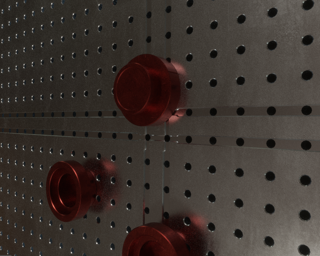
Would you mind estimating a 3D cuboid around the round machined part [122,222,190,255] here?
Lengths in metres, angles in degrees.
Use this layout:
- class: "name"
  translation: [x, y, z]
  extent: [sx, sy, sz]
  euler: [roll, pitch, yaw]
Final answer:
- class: "round machined part"
  translation: [0.000, 0.170, 0.396]
  extent: [0.098, 0.042, 0.097]
  euler: [0, 90, 39]

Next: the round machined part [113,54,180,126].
- class: "round machined part"
  translation: [-0.025, -0.051, 0.417]
  extent: [0.098, 0.042, 0.097]
  euler: [0, 90, 39]

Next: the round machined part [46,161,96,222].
- class: "round machined part"
  translation: [-0.144, 0.102, 0.514]
  extent: [0.098, 0.042, 0.097]
  euler: [0, 90, 39]
